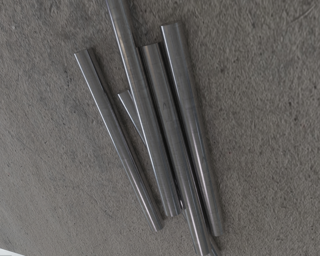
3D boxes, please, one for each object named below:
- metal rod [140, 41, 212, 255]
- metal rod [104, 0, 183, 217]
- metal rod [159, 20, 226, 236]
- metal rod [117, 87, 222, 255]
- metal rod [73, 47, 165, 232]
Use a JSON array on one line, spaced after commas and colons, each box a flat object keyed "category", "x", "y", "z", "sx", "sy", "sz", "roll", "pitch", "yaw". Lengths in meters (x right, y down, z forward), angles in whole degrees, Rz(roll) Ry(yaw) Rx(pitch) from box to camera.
[{"category": "metal rod", "x": 0.026, "y": 0.040, "z": 0.401, "sx": 0.025, "sy": 0.025, "sz": 0.298, "roll": -4, "pitch": 112, "yaw": 30}, {"category": "metal rod", "x": -0.017, "y": -0.023, "z": 0.382, "sx": 0.025, "sy": 0.025, "sz": 0.298, "roll": -4, "pitch": 111, "yaw": 30}, {"category": "metal rod", "x": 0.047, "y": 0.019, "z": 0.393, "sx": 0.025, "sy": 0.025, "sz": 0.298, "roll": -1, "pitch": 118, "yaw": 29}, {"category": "metal rod", "x": 0.021, "y": 0.078, "z": 0.443, "sx": 0.025, "sy": 0.025, "sz": 0.299, "roll": -15, "pitch": 111, "yaw": 34}, {"category": "metal rod", "x": -0.052, "y": 0.031, "z": 0.452, "sx": 0.025, "sy": 0.025, "sz": 0.298, "roll": -6, "pitch": 116, "yaw": 31}]
